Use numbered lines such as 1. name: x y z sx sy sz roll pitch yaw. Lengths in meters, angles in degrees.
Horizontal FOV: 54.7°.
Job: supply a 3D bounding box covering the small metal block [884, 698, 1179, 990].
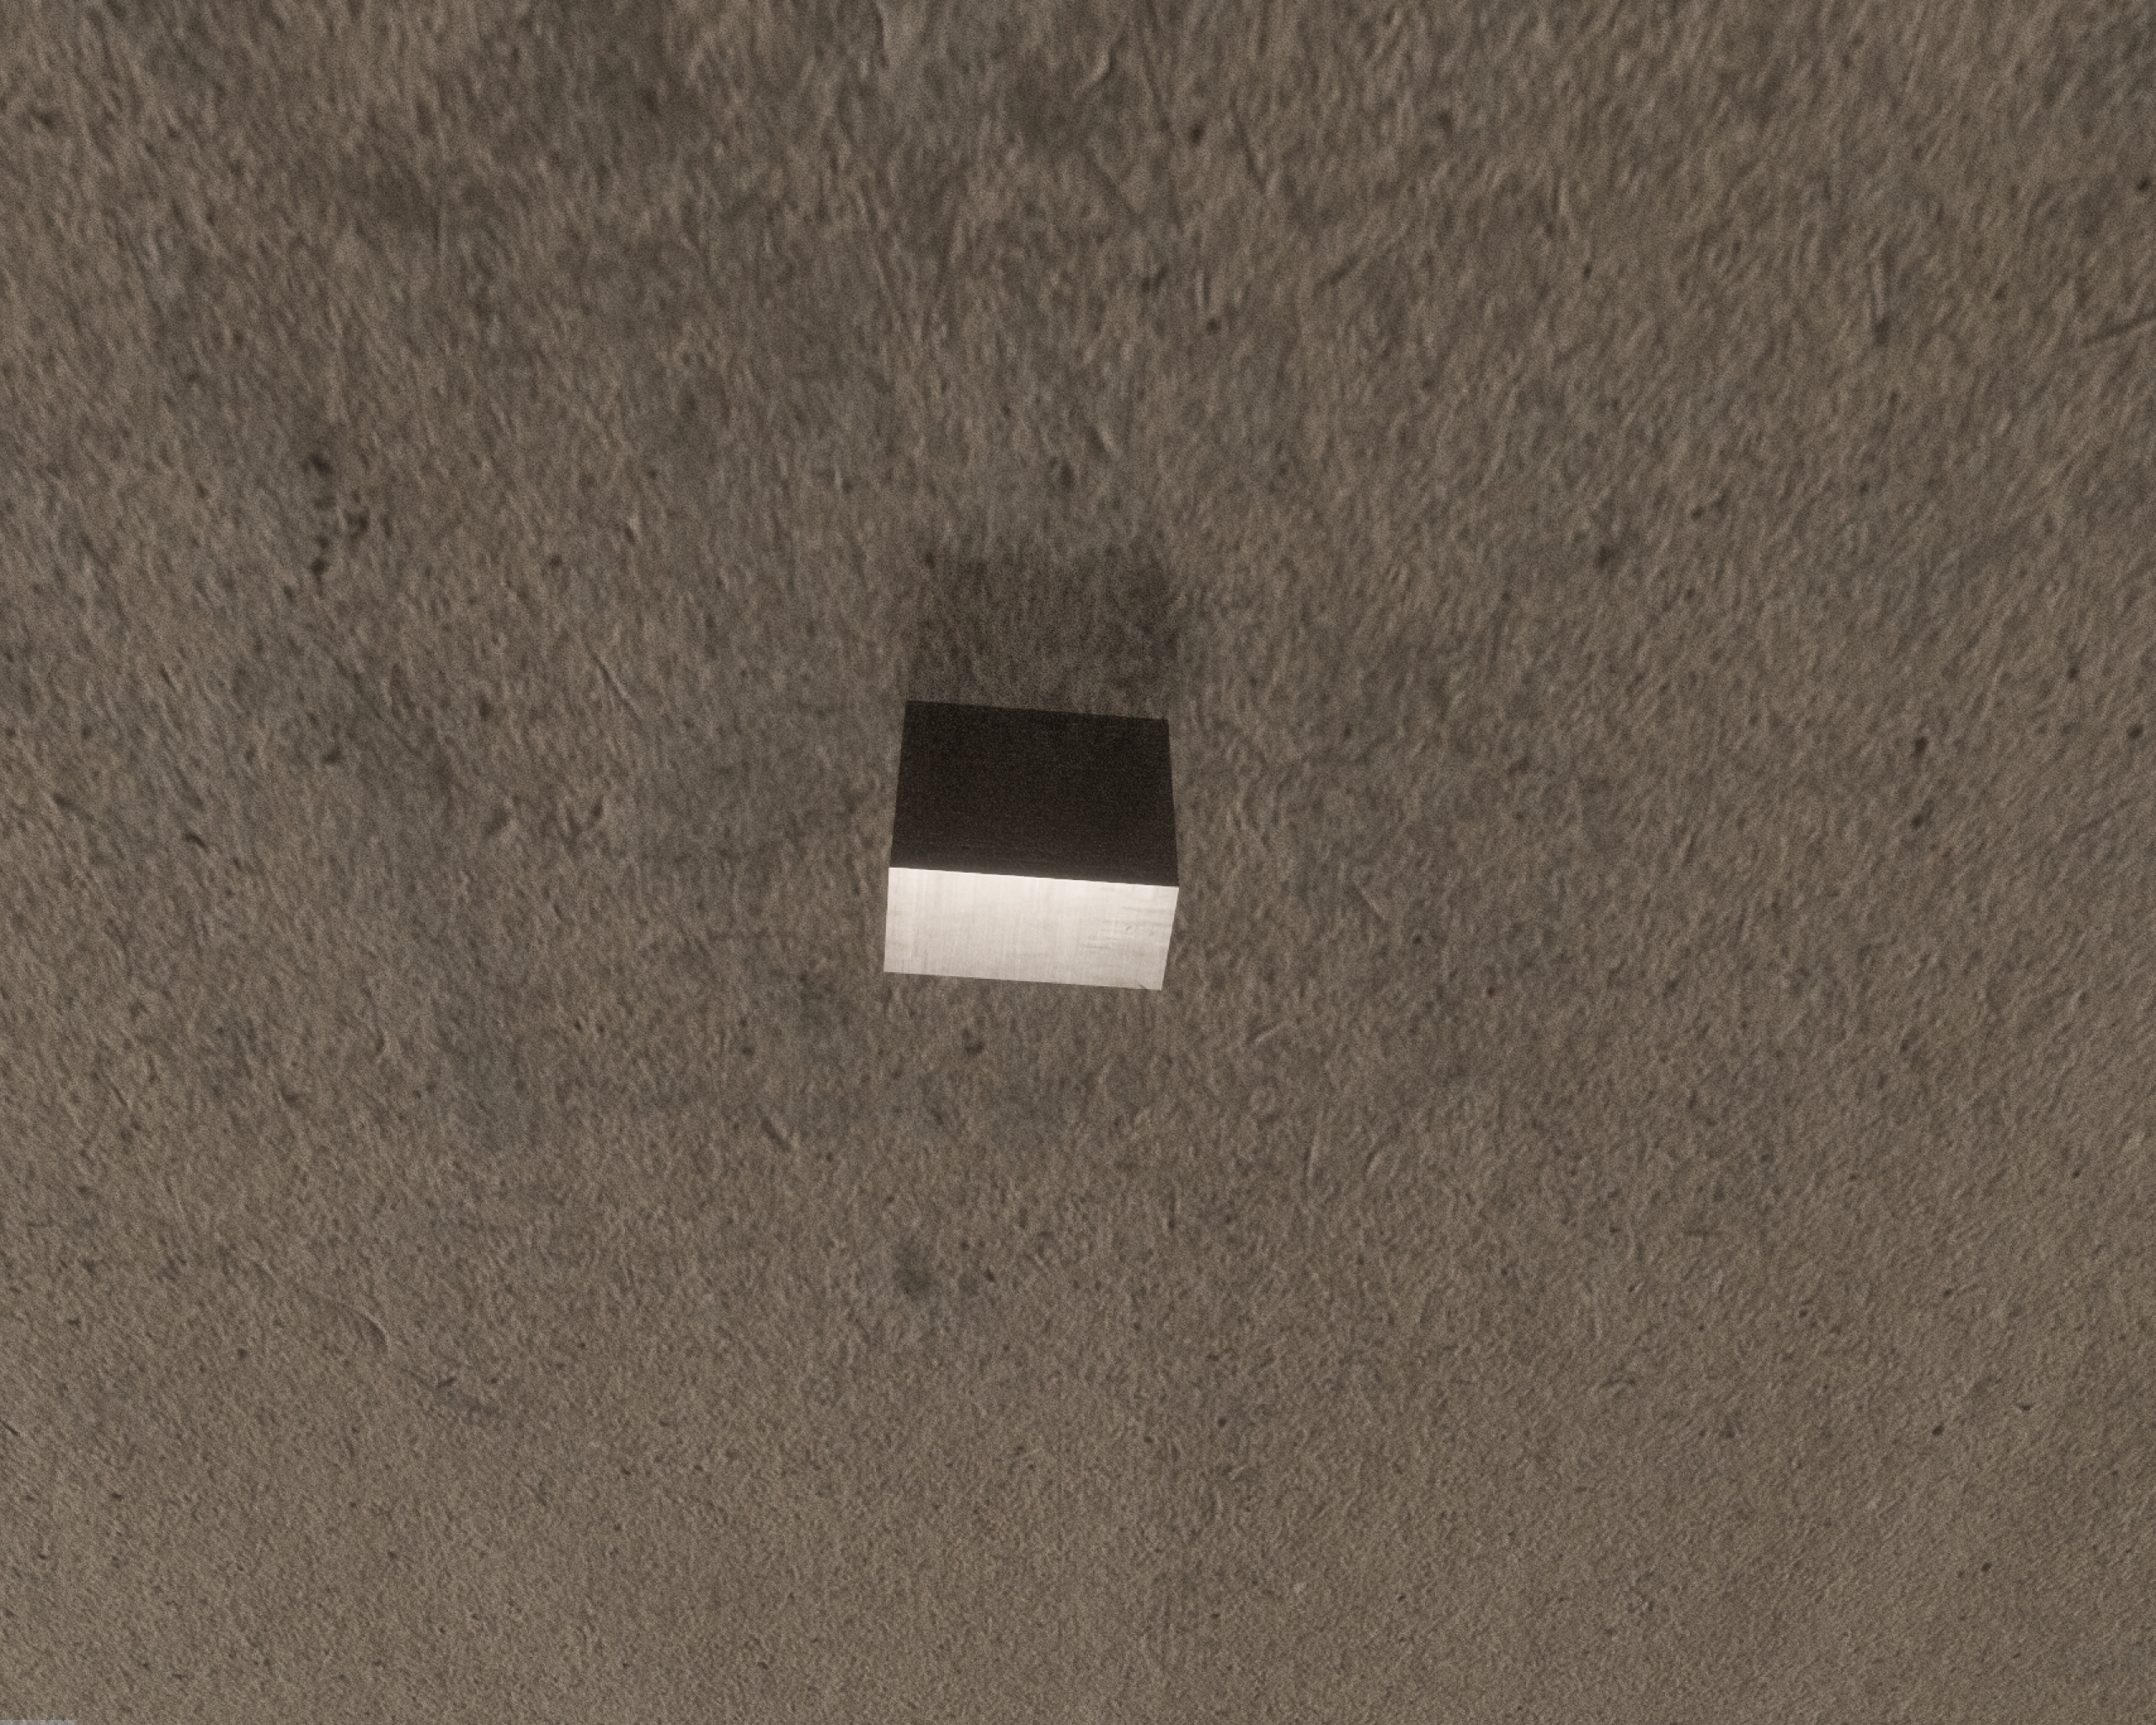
1. small metal block: -0.009 -0.004 0.388 0.050 0.050 0.025 4 130 -4
